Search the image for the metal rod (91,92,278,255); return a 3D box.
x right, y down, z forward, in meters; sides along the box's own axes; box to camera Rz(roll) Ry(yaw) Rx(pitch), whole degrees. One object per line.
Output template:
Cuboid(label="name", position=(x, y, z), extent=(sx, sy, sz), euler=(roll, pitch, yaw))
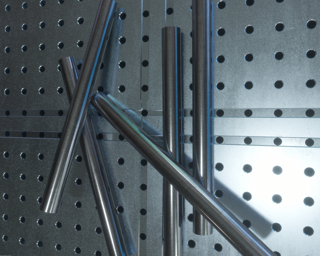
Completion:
Cuboid(label="metal rod", position=(0.011, 0.048, 0.378), extent=(0.300, 0.025, 0.025), euler=(42, 103, 26))

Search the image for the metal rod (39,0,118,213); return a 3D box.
Cuboid(label="metal rod", position=(-0.110, -0.034, 0.426), extent=(0.025, 0.025, 0.299), euler=(14, 85, 19))

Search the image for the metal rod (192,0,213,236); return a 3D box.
Cuboid(label="metal rod", position=(0.054, -0.017, 0.393), extent=(0.025, 0.025, 0.298), euler=(0, 90, 19))

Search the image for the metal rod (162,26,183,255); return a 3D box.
Cuboid(label="metal rod", position=(0.016, 0.020, 0.406), extent=(0.025, 0.025, 0.298), euler=(-1, 90, 19))

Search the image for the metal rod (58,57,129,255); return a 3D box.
Cuboid(label="metal rod", position=(-0.096, 0.042, 0.445), extent=(0.025, 0.025, 0.298), euler=(-18, 84, 19))
